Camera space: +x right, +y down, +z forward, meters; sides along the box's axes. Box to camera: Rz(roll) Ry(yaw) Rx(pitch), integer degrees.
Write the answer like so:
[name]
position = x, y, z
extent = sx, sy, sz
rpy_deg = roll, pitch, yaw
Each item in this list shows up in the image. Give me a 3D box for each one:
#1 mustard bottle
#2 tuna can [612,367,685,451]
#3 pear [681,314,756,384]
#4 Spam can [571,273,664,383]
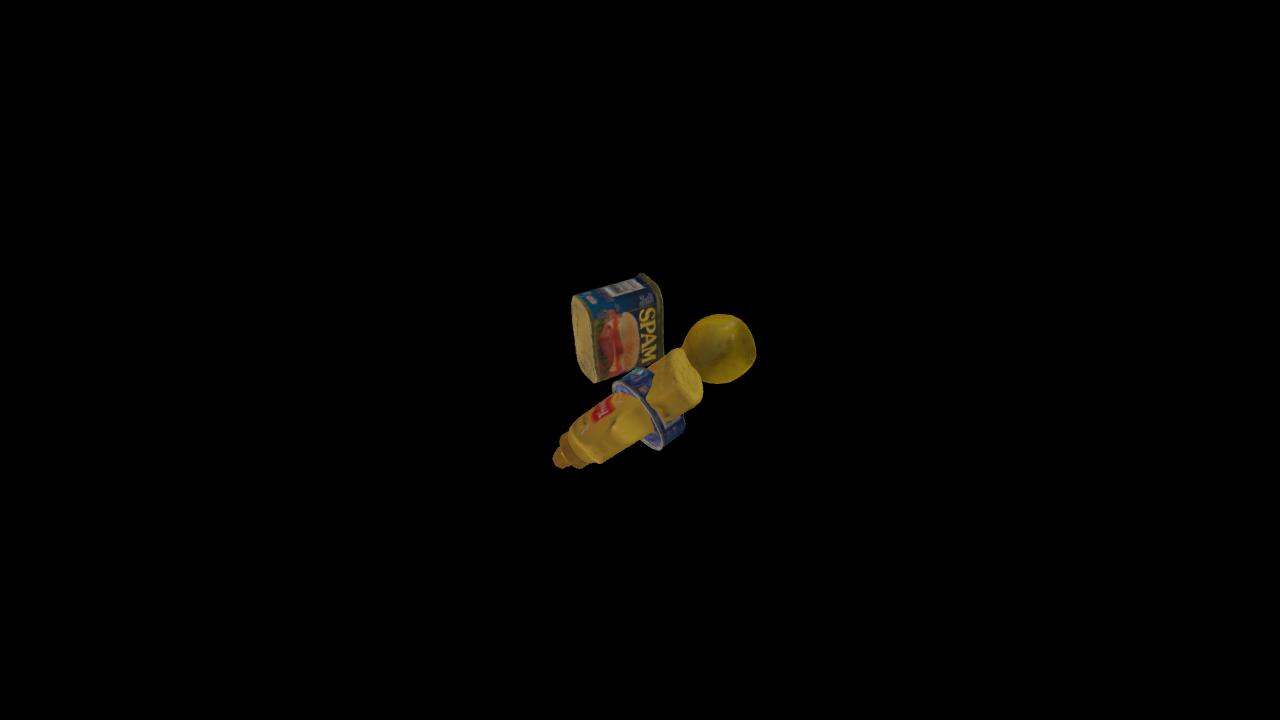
[mustard bottle]
position = -0.021, 0.063, 0.646
extent = 0.184, 0.054, 0.092
rpy_deg = -35, 23, 19
[tuna can]
position = 0.009, 0.049, 0.631
extent = 0.034, 0.084, 0.084
rpy_deg = -34, 13, -20
[pear]
position = 0.067, -0.007, 0.667
extent = 0.111, 0.080, 0.080
rpy_deg = -19, -11, 33
[Spam can]
position = -0.024, -0.033, 0.665
extent = 0.085, 0.101, 0.058
rpy_deg = -18, 37, -22
